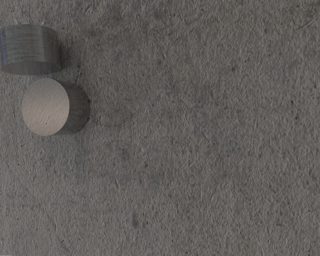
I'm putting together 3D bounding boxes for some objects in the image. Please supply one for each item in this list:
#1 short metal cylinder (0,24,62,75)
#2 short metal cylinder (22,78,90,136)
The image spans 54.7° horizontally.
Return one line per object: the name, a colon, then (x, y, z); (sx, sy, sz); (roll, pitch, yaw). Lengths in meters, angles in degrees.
short metal cylinder: (-0.186, -0.110, 0.446); (0.080, 0.080, 0.050); (-7, 88, 20)
short metal cylinder: (-0.150, -0.029, 0.449); (0.080, 0.050, 0.080); (0, 90, 20)
